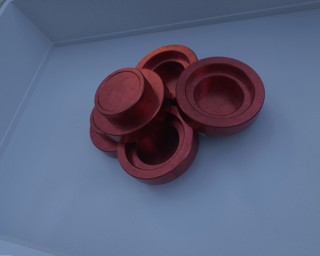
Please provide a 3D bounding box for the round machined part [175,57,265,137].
[{"bbox_3d":[0.068,-0.033,0.363,0.099,0.042,0.098,-2,61,3],"label":"round machined part"}]

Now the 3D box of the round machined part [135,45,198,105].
[{"bbox_3d":[0.012,-0.063,0.424,0.098,0.042,0.098,-13,56,20],"label":"round machined part"}]

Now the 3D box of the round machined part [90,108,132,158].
[{"bbox_3d":[-0.056,-0.012,0.426,0.098,0.042,0.098,-13,56,20],"label":"round machined part"}]

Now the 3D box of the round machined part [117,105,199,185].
[{"bbox_3d":[0.001,0.023,0.376,0.098,0.042,0.098,-13,56,20],"label":"round machined part"}]

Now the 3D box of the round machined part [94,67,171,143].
[{"bbox_3d":[-0.040,-0.034,0.377,0.098,0.042,0.098,-13,56,20],"label":"round machined part"}]
